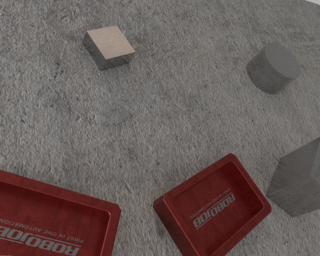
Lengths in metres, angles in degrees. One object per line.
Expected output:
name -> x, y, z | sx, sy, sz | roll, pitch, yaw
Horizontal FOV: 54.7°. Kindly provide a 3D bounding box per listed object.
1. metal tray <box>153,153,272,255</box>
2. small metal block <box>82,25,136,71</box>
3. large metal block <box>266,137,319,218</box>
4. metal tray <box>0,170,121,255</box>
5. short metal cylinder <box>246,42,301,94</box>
metal tray -> 0.067, 0.096, 0.377 | 0.131, 0.030, 0.090 | -24, 75, -37
small metal block -> -0.071, -0.113, 0.434 | 0.050, 0.025, 0.050 | -26, 76, -37
large metal block -> 0.207, 0.070, 0.437 | 0.050, 0.080, 0.080 | 40, 51, -1
metal tray -> -0.109, 0.099, 0.281 | 0.131, 0.030, 0.090 | 21, 54, -16
short metal cylinder -> 0.206, -0.108, 0.565 | 0.081, 0.050, 0.080 | 14, 56, -21
